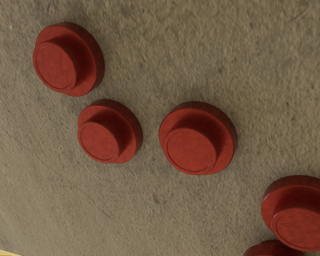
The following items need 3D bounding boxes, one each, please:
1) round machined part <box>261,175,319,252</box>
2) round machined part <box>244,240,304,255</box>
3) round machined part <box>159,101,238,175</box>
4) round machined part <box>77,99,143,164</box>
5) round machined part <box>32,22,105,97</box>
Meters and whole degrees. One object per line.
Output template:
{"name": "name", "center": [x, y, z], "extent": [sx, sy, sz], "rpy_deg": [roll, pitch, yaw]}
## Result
{"name": "round machined part", "center": [0.172, 0.109, 0.372], "extent": [0.098, 0.042, 0.097], "rpy_deg": [13, 124, 20]}
{"name": "round machined part", "center": [0.165, 0.195, 0.429], "extent": [0.098, 0.042, 0.097], "rpy_deg": [13, 124, 20]}
{"name": "round machined part", "center": [0.043, 0.020, 0.384], "extent": [0.098, 0.042, 0.097], "rpy_deg": [13, 124, 20]}
{"name": "round machined part", "center": [-0.077, 0.011, 0.442], "extent": [0.098, 0.042, 0.097], "rpy_deg": [13, 124, 20]}
{"name": "round machined part", "center": [-0.126, -0.085, 0.407], "extent": [0.098, 0.042, 0.097], "rpy_deg": [13, 124, 20]}
